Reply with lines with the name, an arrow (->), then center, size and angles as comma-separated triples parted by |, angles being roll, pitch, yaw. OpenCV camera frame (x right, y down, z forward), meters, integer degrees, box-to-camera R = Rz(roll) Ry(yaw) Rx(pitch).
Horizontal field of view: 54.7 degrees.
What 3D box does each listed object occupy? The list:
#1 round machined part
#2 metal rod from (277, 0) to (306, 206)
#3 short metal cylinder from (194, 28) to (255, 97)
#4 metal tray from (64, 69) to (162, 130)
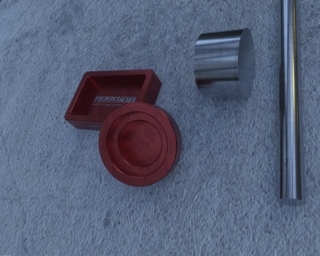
round machined part -> -0.020, 0.018, 0.373 | 0.098, 0.042, 0.097 | 1, 92, 19
metal rod -> 0.151, -0.061, 0.361 | 0.025, 0.025, 0.299 | -3, 60, 26
short metal cylinder -> 0.080, -0.077, 0.373 | 0.050, 0.080, 0.080 | 3, 63, 29
metal tray -> -0.071, -0.041, 0.461 | 0.130, 0.030, 0.090 | 4, 63, 29
